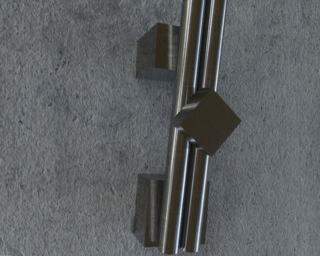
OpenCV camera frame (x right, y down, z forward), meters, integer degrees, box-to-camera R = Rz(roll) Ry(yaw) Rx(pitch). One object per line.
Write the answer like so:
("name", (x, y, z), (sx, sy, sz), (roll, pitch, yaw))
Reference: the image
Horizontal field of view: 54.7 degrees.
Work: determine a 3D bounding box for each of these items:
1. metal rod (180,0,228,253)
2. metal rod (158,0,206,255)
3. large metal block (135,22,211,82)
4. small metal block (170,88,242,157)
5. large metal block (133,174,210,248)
("metal rod", (0.048, -0.007, 0.351), (0.025, 0.025, 0.298), (3, 96, -20))
("metal rod", (0.024, -0.008, 0.342), (0.025, 0.025, 0.298), (3, 96, -20))
("large metal block", (0.020, -0.089, 0.389), (0.081, 0.080, 0.050), (3, 89, -20))
("small metal block", (0.048, -0.007, 0.324), (0.050, 0.025, 0.050), (44, 82, -21))
("large metal block", (0.014, 0.104, 0.402), (0.081, 0.050, 0.080), (5, 88, -20))
